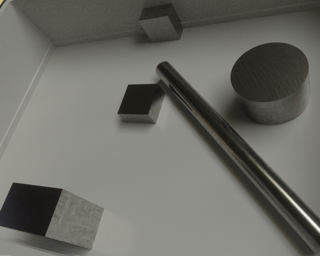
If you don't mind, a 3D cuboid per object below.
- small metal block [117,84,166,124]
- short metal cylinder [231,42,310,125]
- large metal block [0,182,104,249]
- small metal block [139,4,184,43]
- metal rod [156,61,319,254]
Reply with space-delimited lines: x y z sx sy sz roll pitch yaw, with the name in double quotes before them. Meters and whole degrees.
"small metal block" -0.026 -0.035 0.439 0.050 0.025 0.050 3 63 29
"short metal cylinder" 0.127 -0.050 0.354 0.080 0.050 0.080 -13 56 20
"large metal block" -0.129 0.106 0.371 0.080 0.080 0.050 0 62 28
"small metal block" 0.003 -0.163 0.487 0.050 0.050 0.025 1 62 28
"metal rod" 0.074 0.007 0.361 0.025 0.025 0.300 -38 51 2
